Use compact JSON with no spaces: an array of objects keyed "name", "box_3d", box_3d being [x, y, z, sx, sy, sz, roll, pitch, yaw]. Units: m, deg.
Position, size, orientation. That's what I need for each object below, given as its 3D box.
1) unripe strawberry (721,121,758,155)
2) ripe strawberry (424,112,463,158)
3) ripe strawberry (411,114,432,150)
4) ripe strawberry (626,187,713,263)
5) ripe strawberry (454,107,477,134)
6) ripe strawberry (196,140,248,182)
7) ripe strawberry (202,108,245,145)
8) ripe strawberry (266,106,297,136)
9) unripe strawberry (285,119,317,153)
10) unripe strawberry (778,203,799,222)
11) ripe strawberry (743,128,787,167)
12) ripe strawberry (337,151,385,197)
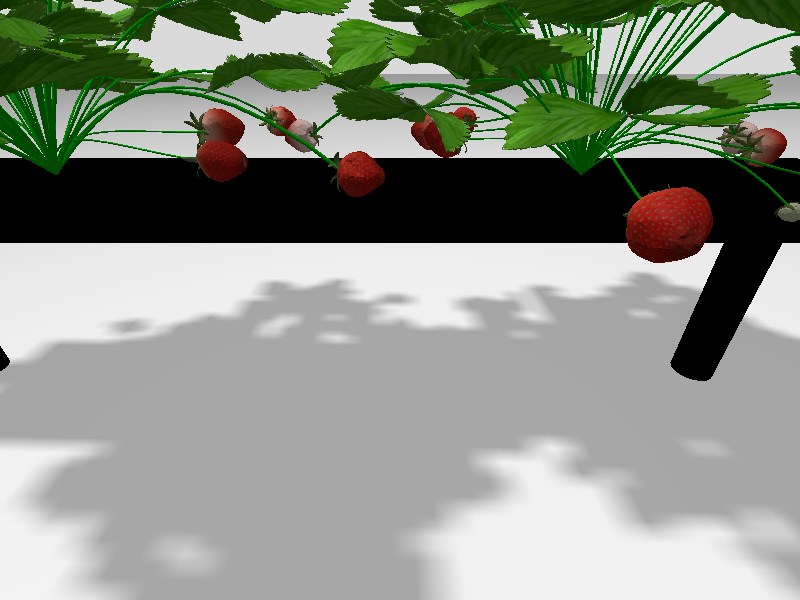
[{"name":"unripe strawberry","box_3d":[0.349,-0.164,0.410,0.033,0.032,0.030,8,24,-31]},{"name":"ripe strawberry","box_3d":[0.044,-0.162,0.394,0.039,0.041,0.036,18,35,28]},{"name":"ripe strawberry","box_3d":[0.030,-0.185,0.436,0.040,0.039,0.037,25,39,37]},{"name":"ripe strawberry","box_3d":[0.125,-0.033,0.185,0.034,0.036,0.037,5,32,8]},{"name":"ripe strawberry","box_3d":[0.081,-0.232,0.519,0.033,0.034,0.036,-10,32,-16]},{"name":"ripe strawberry","box_3d":[-0.137,-0.109,0.313,0.035,0.030,0.035,5,31,8]},{"name":"ripe strawberry","box_3d":[-0.191,-0.186,0.432,0.046,0.039,0.046,25,38,35]},{"name":"ripe strawberry","box_3d":[-0.145,-0.221,0.497,0.039,0.035,0.035,22,19,32]},{"name":"unripe strawberry","box_3d":[-0.105,-0.172,0.421,0.034,0.033,0.031,6,31,21]},{"name":"unripe strawberry","box_3d":[0.232,-0.052,0.238,0.010,0.011,0.011,-18,-14,-28]},{"name":"ripe strawberry","box_3d":[0.334,-0.138,0.364,0.034,0.033,0.031,-5,31,-9]},{"name":"ripe strawberry","box_3d":[-0.026,-0.086,0.275,0.031,0.031,0.034,11,32,10]}]
